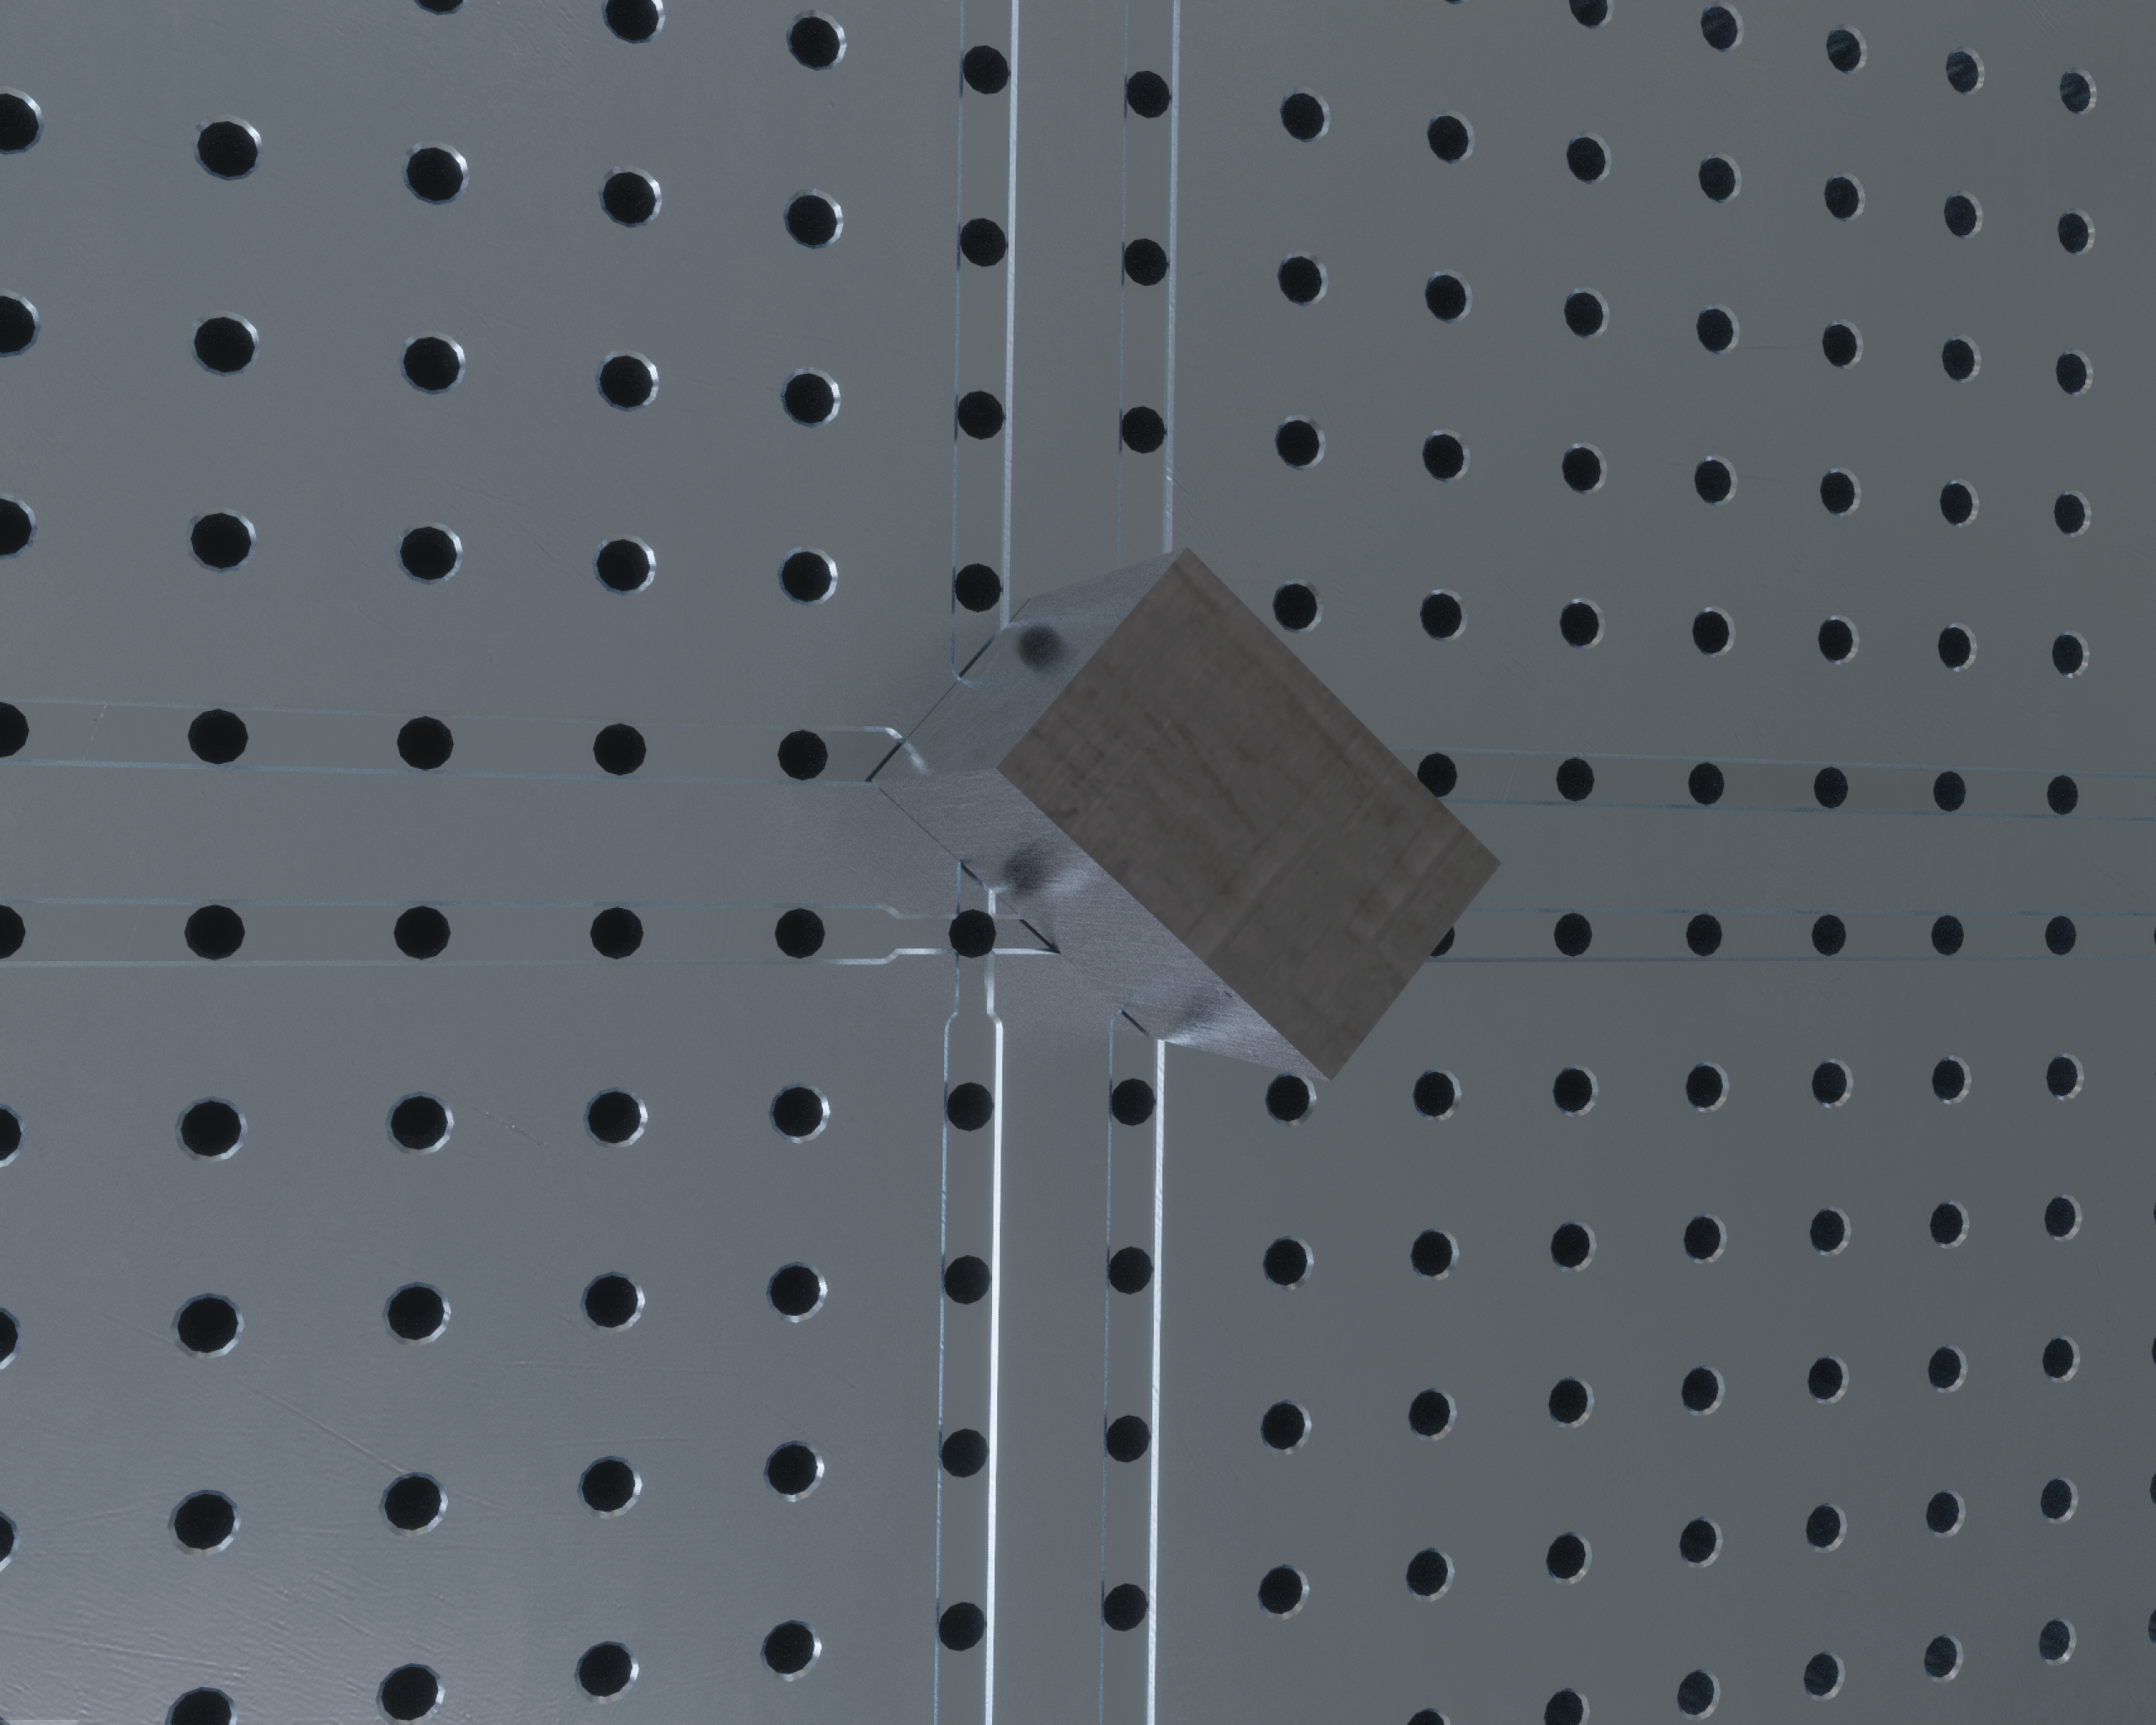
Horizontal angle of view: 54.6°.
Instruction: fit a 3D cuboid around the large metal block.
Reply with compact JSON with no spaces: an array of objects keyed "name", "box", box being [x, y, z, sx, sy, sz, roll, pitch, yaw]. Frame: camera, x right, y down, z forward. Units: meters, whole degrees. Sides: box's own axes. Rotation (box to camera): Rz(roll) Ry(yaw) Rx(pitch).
[{"name":"large metal block","box":[0.017,-0.008,0.389,0.080,0.080,0.050,43,77,-15]}]
